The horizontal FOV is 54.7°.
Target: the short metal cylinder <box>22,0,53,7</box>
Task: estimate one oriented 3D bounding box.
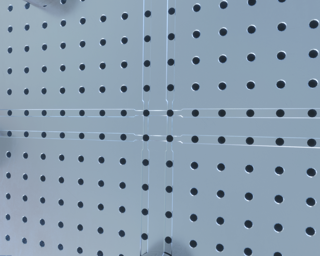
[{"bbox_3d":[-0.197,-0.233,0.469,0.080,0.050,0.079,0,90,20],"label":"short metal cylinder"}]

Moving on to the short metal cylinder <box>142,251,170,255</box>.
[{"bbox_3d":[-0.010,0.210,0.403,0.080,0.050,0.079,0,90,20],"label":"short metal cylinder"}]
